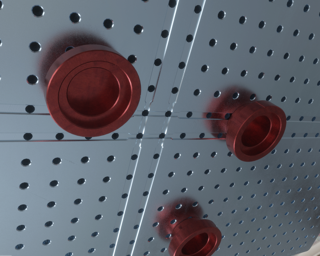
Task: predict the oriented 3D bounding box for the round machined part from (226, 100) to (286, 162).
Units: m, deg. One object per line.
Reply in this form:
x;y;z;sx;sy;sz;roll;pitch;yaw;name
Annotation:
0.143;0.001;0.481;0.099;0.042;0.097;-14;125;-21;round machined part

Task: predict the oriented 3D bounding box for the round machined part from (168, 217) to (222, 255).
0.059;0.202;0.560;0.099;0.042;0.097;-14;125;-21;round machined part

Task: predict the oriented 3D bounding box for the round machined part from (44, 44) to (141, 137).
-0.074;-0.042;0.335;0.099;0.042;0.097;-14;125;-21;round machined part
